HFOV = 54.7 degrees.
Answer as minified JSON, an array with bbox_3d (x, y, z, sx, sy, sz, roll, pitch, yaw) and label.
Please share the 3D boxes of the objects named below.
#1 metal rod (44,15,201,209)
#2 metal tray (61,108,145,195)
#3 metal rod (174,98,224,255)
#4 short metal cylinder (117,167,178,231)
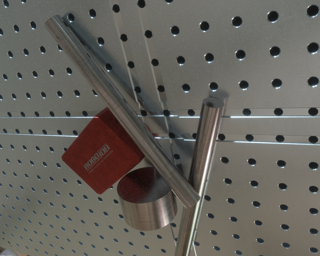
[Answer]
[{"bbox_3d":[-0.047,-0.019,0.407,0.025,0.025,0.300,-35,94,38],"label":"metal rod"},{"bbox_3d":[-0.088,0.040,0.479,0.090,0.030,0.129,45,129,-4],"label":"metal tray"},{"bbox_3d":[0.050,0.094,0.442,0.025,0.025,0.298,18,126,18],"label":"metal rod"},{"bbox_3d":[-0.017,0.100,0.447,0.080,0.080,0.050,6,121,25],"label":"short metal cylinder"}]
